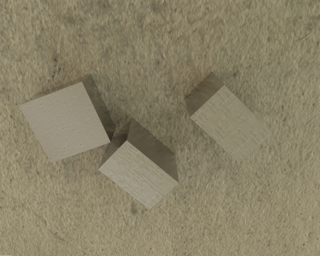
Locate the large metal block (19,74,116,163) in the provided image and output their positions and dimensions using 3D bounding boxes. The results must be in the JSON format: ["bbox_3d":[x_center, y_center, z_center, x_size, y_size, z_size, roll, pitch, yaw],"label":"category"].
[{"bbox_3d":[-0.112,-0.013,0.390,0.080,0.050,0.080,-20,109,6],"label":"large metal block"}]

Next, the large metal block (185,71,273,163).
[{"bbox_3d":[0.079,-0.016,0.376,0.080,0.080,0.050,42,105,-14],"label":"large metal block"}]

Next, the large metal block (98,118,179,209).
[{"bbox_3d":[-0.025,0.042,0.396,0.080,0.080,0.050,41,105,-14],"label":"large metal block"}]
